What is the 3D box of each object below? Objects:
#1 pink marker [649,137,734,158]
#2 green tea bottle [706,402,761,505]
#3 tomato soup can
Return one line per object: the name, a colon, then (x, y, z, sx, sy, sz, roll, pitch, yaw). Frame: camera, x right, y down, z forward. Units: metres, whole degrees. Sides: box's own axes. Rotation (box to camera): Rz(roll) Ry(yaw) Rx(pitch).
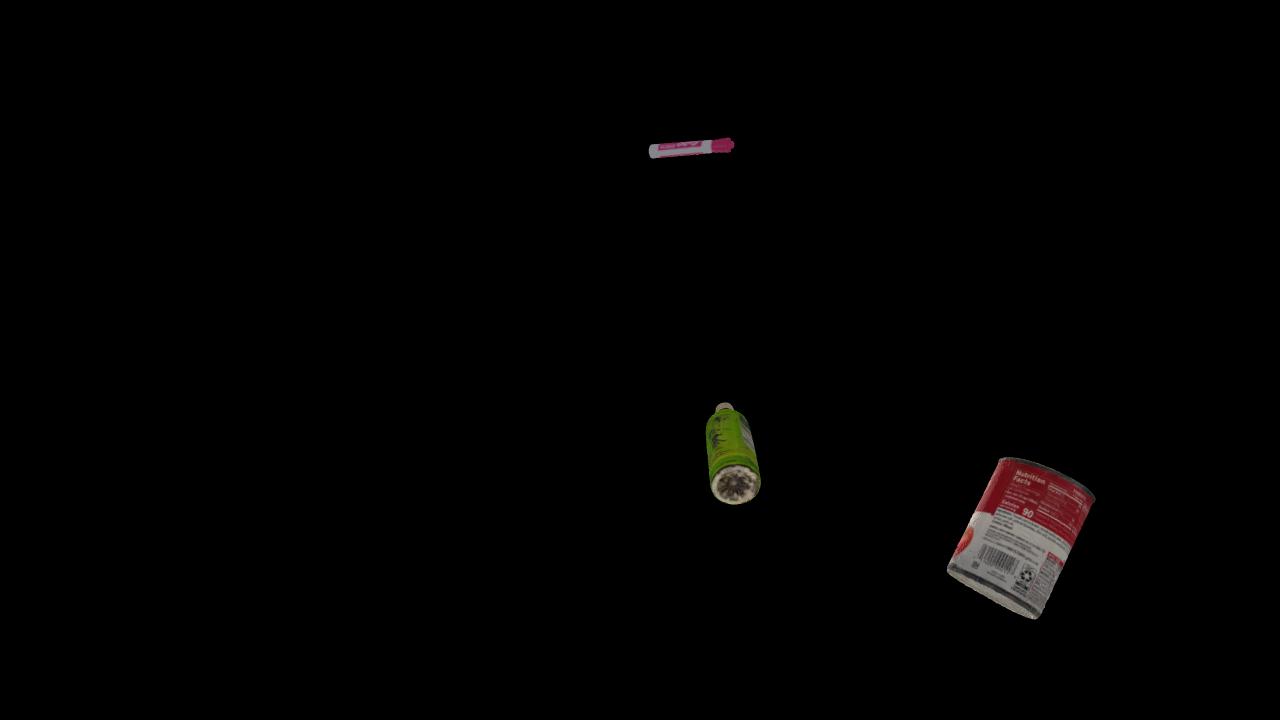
pink marker: (0.069, -0.285, 0.829, 0.121, 0.020, 0.020, 6, 3, 28)
green tea bottle: (0.135, 0.126, 0.917, 0.073, 0.073, 0.212, 0, 23, 5)
tomato soup can: (0.290, 0.135, 0.470, 0.068, 0.101, 0.068, 31, -10, 6)
